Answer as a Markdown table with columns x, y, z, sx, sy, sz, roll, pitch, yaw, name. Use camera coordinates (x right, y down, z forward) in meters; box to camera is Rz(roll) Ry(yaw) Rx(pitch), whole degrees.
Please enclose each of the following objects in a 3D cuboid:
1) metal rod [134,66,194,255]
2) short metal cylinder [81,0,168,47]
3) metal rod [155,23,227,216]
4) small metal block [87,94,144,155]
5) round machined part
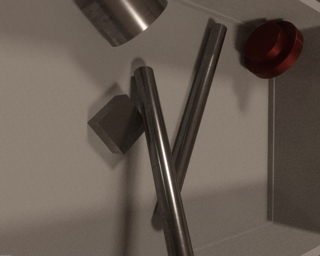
| x | y | z | sx | sy | sz | roll | pitch | yaw | name |
| --- | --- | --- | --- | --- | --- | --- | --- | --- | --- |
| 0.007 | 0.063 | 0.333 | 0.025 | 0.025 | 0.299 | 10 | 58 | -40 | metal rod |
| -0.039 | -0.135 | 0.339 | 0.050 | 0.080 | 0.080 | 49 | 61 | -30 | short metal cylinder |
| 0.049 | -0.019 | 0.449 | 0.025 | 0.025 | 0.299 | 29 | 72 | -37 | metal rod |
| -0.048 | -0.004 | 0.368 | 0.050 | 0.025 | 0.050 | -50 | 120 | -28 | small metal block |
| 0.181 | -0.135 | 0.514 | 0.042 | 0.098 | 0.098 | 26 | 74 | -31 | round machined part |
